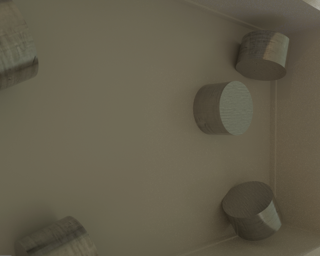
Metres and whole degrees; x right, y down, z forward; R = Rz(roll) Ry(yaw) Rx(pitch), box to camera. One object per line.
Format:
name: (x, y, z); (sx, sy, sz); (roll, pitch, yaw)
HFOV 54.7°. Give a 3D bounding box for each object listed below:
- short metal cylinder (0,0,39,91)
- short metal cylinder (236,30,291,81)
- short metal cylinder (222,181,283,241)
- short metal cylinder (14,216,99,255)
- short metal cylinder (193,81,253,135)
short metal cylinder: (-0.144, -0.068, 0.250); (0.050, 0.080, 0.080); (-35, 112, -35)
short metal cylinder: (0.171, -0.118, 0.514); (0.080, 0.080, 0.050); (24, 75, -38)
short metal cylinder: (0.147, 0.131, 0.494); (0.080, 0.080, 0.050); (-42, 116, -32)
short metal cylinder: (-0.095, 0.131, 0.292); (0.050, 0.080, 0.080); (-20, 103, -38)
short metal cylinder: (0.097, -0.029, 0.471); (0.081, 0.050, 0.080); (0, 90, -40)
